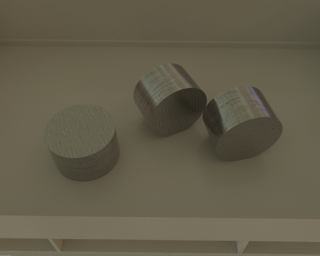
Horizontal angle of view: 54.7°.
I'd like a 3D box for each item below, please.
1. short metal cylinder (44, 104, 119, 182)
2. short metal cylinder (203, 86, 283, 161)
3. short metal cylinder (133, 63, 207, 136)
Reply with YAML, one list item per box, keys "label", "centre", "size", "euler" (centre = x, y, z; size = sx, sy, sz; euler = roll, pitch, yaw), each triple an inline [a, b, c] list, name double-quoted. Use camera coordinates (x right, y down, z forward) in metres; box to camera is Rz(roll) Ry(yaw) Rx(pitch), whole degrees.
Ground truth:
- label: "short metal cylinder"
  centre: [-0.091, 0.017, 0.374]
  size: [0.080, 0.050, 0.080]
  euler: [0, 50, 0]
- label: "short metal cylinder"
  centre: [0.098, -0.004, 0.373]
  size: [0.081, 0.080, 0.050]
  euler: [-10, 51, -8]
- label: "short metal cylinder"
  centre: [0.013, -0.035, 0.399]
  size: [0.081, 0.080, 0.050]
  euler: [-20, 53, -16]
